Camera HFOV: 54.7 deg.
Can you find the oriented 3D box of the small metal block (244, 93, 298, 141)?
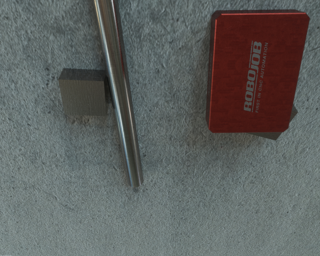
[{"bbox_3d":[0.136,-0.015,0.396,0.050,0.025,0.050,14,129,-12],"label":"small metal block"}]

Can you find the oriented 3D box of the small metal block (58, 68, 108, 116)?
[{"bbox_3d":[-0.089,-0.042,0.370,0.050,0.025,0.050,2,130,-3],"label":"small metal block"}]

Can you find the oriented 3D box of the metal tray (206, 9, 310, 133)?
[{"bbox_3d":[0.100,-0.058,0.337,0.091,0.030,0.129,-1,117,0],"label":"metal tray"}]

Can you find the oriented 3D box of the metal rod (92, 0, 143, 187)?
[{"bbox_3d":[-0.046,-0.032,0.379,0.025,0.025,0.298,-3,130,2],"label":"metal rod"}]
